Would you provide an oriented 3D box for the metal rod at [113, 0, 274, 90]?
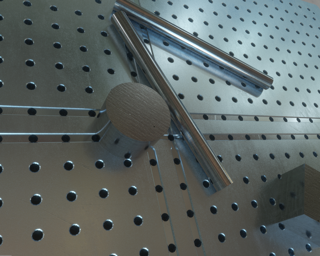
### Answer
[{"bbox_3d":[0.064,-0.140,0.527,0.302,0.025,0.025,24,53,-14],"label":"metal rod"}]

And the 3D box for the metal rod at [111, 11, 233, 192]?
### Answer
[{"bbox_3d":[0.010,-0.047,0.442,0.025,0.025,0.299,-21,73,-36],"label":"metal rod"}]

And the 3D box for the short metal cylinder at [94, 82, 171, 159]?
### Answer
[{"bbox_3d":[-0.034,-0.009,0.379,0.081,0.050,0.080,14,56,-21],"label":"short metal cylinder"}]

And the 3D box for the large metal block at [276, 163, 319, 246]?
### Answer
[{"bbox_3d":[0.218,0.110,0.442,0.080,0.050,0.080,29,52,-10],"label":"large metal block"}]
